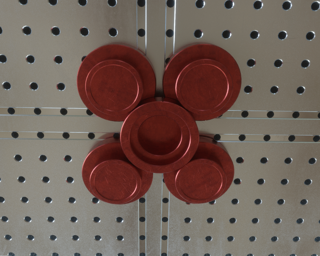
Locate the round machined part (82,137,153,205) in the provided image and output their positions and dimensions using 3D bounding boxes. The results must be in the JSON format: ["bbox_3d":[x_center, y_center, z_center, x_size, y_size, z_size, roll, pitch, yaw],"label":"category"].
[{"bbox_3d":[-0.059,0.065,0.428,0.099,0.042,0.097,0,110,-1],"label":"round machined part"}]

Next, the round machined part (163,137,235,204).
[{"bbox_3d":[0.054,0.064,0.428,0.099,0.042,0.097,0,110,-1],"label":"round machined part"}]

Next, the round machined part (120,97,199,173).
[{"bbox_3d":[0.000,0.006,0.405,0.099,0.042,0.097,0,110,-1],"label":"round machined part"}]

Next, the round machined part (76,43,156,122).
[{"bbox_3d":[-0.054,-0.053,0.383,0.099,0.042,0.097,0,110,-1],"label":"round machined part"}]

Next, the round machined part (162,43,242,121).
[{"bbox_3d":[0.052,-0.054,0.384,0.099,0.042,0.097,0,110,-1],"label":"round machined part"}]
